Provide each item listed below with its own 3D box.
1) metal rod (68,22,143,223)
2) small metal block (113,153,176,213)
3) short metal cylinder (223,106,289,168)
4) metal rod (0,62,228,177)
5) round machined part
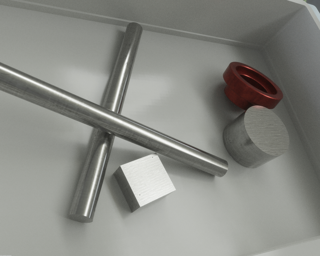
[{"bbox_3d":[-0.059,-0.031,0.393,0.025,0.025,0.300,21,54,-16],"label":"metal rod"},{"bbox_3d":[-0.018,0.062,0.359,0.050,0.025,0.050,-17,71,-35],"label":"small metal block"},{"bbox_3d":[0.142,0.014,0.459,0.081,0.050,0.080,13,58,-21],"label":"short metal cylinder"},{"bbox_3d":[-0.041,0.000,0.354,0.302,0.025,0.025,24,53,-26],"label":"metal rod"},{"bbox_3d":[0.144,-0.061,0.499,0.099,0.042,0.098,21,34,-15],"label":"round machined part"}]
